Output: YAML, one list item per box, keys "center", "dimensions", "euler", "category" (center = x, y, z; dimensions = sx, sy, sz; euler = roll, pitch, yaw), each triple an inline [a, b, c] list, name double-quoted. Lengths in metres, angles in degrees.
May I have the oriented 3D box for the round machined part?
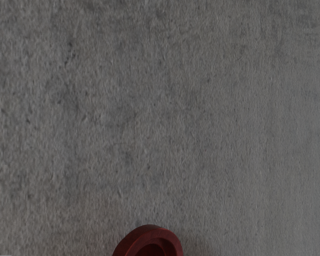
- center: [-0.021, 0.167, 0.379]
  dimensions: [0.099, 0.042, 0.097]
  euler: [0, 90, -40]
  category: "round machined part"
